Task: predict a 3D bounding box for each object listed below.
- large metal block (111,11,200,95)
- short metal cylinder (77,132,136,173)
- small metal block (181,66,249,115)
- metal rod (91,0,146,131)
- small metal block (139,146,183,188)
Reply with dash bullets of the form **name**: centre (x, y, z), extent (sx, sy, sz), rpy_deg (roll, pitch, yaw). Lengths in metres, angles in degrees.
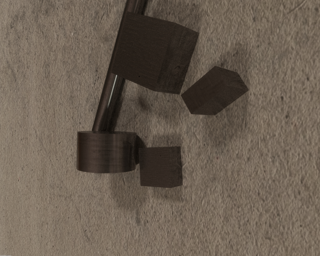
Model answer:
- **large metal block**: centre (-0.008, -0.095, 0.393), extent (0.080, 0.050, 0.079), rpy_deg (28, 107, 36)
- **short metal cylinder**: centre (-0.073, 0.031, 0.427), extent (0.080, 0.081, 0.050), rpy_deg (3, 92, 39)
- **small metal block**: centre (0.060, -0.039, 0.338), extent (0.050, 0.050, 0.025), rpy_deg (-40, 66, 32)
- **metal rod**: centre (-0.064, -0.084, 0.455), extent (0.025, 0.025, 0.298), rpy_deg (29, 108, 36)
- **small metal block**: centre (0.000, 0.050, 0.403), extent (0.050, 0.025, 0.050), rpy_deg (-5, 87, 39)
